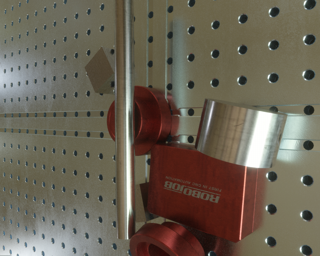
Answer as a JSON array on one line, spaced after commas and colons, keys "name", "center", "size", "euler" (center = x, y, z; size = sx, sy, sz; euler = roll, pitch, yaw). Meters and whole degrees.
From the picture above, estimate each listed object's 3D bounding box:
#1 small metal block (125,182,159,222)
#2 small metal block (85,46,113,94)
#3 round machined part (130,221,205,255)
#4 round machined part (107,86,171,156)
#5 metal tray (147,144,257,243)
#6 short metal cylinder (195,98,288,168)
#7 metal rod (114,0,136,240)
[{"name": "small metal block", "center": [-0.033, 0.105, 0.437], "size": [0.050, 0.025, 0.050], "euler": [-19, 78, 38]}, {"name": "small metal block", "center": [-0.085, -0.088, 0.480], "size": [0.050, 0.025, 0.050], "euler": [-39, 66, 33]}, {"name": "round machined part", "center": [0.014, 0.152, 0.370], "size": [0.098, 0.042, 0.097], "euler": [22, 130, 30]}, {"name": "round machined part", "center": [-0.036, -0.010, 0.428], "size": [0.098, 0.042, 0.097], "euler": [0, 90, 40]}, {"name": "metal tray", "center": [0.045, 0.070, 0.369], "size": [0.130, 0.030, 0.089], "euler": [6, 94, 39]}, {"name": "short metal cylinder", "center": [0.079, 0.003, 0.308], "size": [0.080, 0.081, 0.050], "euler": [18, 102, 38]}, {"name": "metal rod", "center": [-0.044, -0.013, 0.391], "size": [0.025, 0.025, 0.298], "euler": [-1, 89, 40]}]
